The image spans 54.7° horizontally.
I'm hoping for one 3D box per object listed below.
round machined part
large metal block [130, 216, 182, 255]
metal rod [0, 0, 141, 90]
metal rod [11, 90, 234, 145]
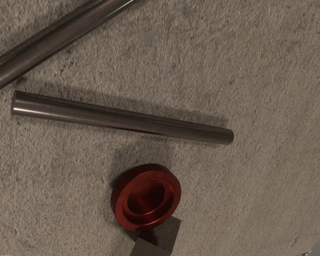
[{"bbox_3d":[-0.023,0.093,0.438,0.099,0.042,0.097,-11,116,-23],"label":"round machined part"},{"bbox_3d":[-0.012,0.182,0.471,0.050,0.080,0.079,25,110,6],"label":"large metal block"},{"bbox_3d":[-0.100,-0.087,0.298,0.301,0.025,0.025,-35,129,-6],"label":"metal rod"},{"bbox_3d":[-0.022,-0.006,0.392,0.302,0.025,0.025,9,114,-33],"label":"metal rod"}]
